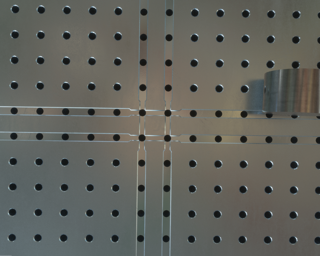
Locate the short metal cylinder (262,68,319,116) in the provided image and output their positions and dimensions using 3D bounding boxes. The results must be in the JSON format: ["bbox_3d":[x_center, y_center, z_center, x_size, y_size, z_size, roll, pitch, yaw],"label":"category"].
[{"bbox_3d":[0.172,-0.042,0.388,0.081,0.080,0.050,3,90,-1],"label":"short metal cylinder"}]
